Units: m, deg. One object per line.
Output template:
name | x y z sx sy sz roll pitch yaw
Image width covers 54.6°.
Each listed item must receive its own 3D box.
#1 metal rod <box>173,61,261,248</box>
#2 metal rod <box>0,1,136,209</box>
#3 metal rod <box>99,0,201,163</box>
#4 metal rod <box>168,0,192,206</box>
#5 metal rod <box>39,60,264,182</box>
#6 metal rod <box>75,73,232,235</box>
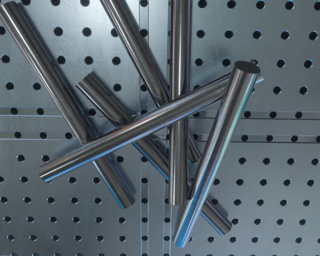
metal rod | 0.057 0.057 0.384 0.025 0.025 0.298 10 128 -4
metal rod | -0.113 -0.016 0.406 0.025 0.025 0.299 -25 108 9
metal rod | -0.021 -0.084 0.382 0.025 0.025 0.299 -26 108 9
metal rod | 0.024 -0.049 0.374 0.025 0.025 0.298 0 103 0
metal rod | -0.025 0.000 0.371 0.300 0.025 0.025 -25 109 18
metal rod | 0.001 0.045 0.429 0.025 0.025 0.300 -39 106 13
